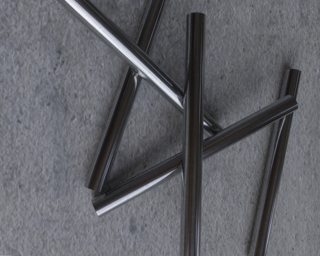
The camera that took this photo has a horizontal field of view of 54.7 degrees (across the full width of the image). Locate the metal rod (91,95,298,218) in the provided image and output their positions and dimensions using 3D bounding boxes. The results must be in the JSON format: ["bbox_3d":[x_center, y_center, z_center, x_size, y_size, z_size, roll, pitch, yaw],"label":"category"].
[{"bbox_3d":[0.053,0.032,0.408,0.302,0.025,0.025,-27,100,-10],"label":"metal rod"}]

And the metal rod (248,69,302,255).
[{"bbox_3d":[0.177,0.056,0.476,0.025,0.025,0.298,15,85,-20],"label":"metal rod"}]

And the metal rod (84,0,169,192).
[{"bbox_3d":[-0.035,-0.067,0.396,0.025,0.025,0.299,20,83,-19],"label":"metal rod"}]

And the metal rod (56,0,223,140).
[{"bbox_3d":[-0.019,-0.075,0.375,0.301,0.025,0.025,40,77,-27],"label":"metal rod"}]

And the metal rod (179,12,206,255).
[{"bbox_3d":[0.041,0.008,0.381,0.025,0.025,0.298,3,86,-20],"label":"metal rod"}]
